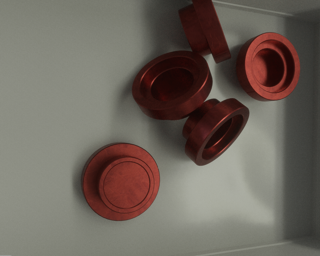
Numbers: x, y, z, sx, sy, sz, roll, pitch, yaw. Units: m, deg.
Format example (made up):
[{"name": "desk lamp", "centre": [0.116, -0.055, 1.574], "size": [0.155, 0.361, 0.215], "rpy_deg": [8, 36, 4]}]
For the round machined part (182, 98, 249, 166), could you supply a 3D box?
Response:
[{"name": "round machined part", "centre": [0.068, 0.000, 0.409], "size": [0.098, 0.098, 0.042], "rpy_deg": [-37, 61, -16]}]

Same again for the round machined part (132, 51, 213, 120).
[{"name": "round machined part", "centre": [0.018, -0.048, 0.389], "size": [0.098, 0.098, 0.042], "rpy_deg": [-47, 139, -14]}]

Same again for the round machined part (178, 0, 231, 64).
[{"name": "round machined part", "centre": [0.056, -0.129, 0.403], "size": [0.042, 0.098, 0.098], "rpy_deg": [-20, 98, 15]}]

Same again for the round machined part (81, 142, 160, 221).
[{"name": "round machined part", "centre": [-0.046, 0.067, 0.386], "size": [0.099, 0.042, 0.097], "rpy_deg": [0, 90, -21]}]

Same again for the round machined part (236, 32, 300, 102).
[{"name": "round machined part", "centre": [0.154, -0.088, 0.460], "size": [0.099, 0.042, 0.097], "rpy_deg": [0, 90, -21]}]
